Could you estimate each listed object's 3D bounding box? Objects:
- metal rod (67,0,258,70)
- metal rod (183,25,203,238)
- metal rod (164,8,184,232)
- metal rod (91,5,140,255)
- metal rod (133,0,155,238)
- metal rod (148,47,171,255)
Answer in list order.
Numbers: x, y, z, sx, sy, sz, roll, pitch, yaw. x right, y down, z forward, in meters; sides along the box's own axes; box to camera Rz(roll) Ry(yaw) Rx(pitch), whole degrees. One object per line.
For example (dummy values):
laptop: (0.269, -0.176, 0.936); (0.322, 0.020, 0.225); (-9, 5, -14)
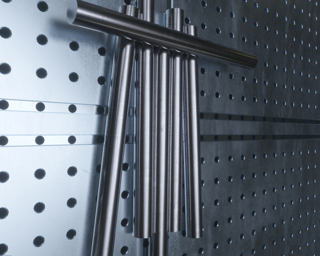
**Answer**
metal rod: (0.030, -0.110, 0.400); (0.302, 0.025, 0.025); (2, 89, -40)
metal rod: (0.045, 0.007, 0.446); (0.025, 0.025, 0.298); (-3, 92, -40)
metal rod: (0.019, -0.011, 0.425); (0.025, 0.025, 0.298); (1, 89, -40)
metal rod: (-0.052, 0.005, 0.363); (0.025, 0.025, 0.299); (10, 84, -40)
metal rod: (-0.020, -0.014, 0.391); (0.025, 0.025, 0.298); (1, 90, -40)
metal rod: (-0.001, 0.042, 0.407); (0.025, 0.025, 0.298); (1, 90, -40)
